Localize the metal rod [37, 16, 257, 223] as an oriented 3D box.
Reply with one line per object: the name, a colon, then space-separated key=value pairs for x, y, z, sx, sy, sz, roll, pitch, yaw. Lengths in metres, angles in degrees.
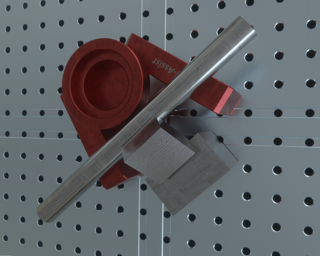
metal rod: x=-0.026 y=0.003 z=0.325 sx=0.299 sy=0.025 sz=0.025 roll=-42 pitch=77 yaw=14

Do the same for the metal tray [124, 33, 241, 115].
metal tray: x=0.028 y=-0.061 z=0.367 sx=0.130 sy=0.090 sz=0.030 roll=33 pitch=102 yaw=16

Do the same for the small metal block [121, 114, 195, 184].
small metal block: x=-0.002 y=0.022 z=0.312 sx=0.050 sy=0.050 sz=0.025 roll=-44 pitch=32 yaw=14

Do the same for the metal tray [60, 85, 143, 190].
metal tray: x=-0.065 y=0.008 z=0.399 sx=0.030 sy=0.090 sz=0.130 roll=-31 pitch=80 yaw=17

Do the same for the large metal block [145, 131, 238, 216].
large metal block: x=0.041 y=0.050 z=0.365 sx=0.080 sy=0.080 sz=0.050 roll=-43 pitch=77 yaw=15

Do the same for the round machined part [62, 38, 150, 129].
round machined part: x=-0.056 y=-0.047 z=0.349 sx=0.098 sy=0.042 sz=0.097 roll=0 pitch=90 yaw=19
